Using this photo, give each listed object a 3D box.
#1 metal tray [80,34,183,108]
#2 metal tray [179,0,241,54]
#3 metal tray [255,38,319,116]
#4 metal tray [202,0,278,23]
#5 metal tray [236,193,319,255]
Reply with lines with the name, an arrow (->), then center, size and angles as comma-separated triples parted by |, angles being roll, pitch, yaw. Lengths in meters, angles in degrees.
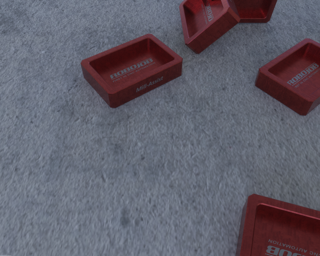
metal tray -> -0.042, -0.092, 0.476 | 0.131, 0.030, 0.090 | -29, 56, -23
metal tray -> 0.080, -0.199, 0.531 | 0.030, 0.090, 0.130 | 31, 39, -34
metal tray -> 0.222, -0.082, 0.471 | 0.131, 0.030, 0.090 | -33, 58, -25
metal tray -> 0.144, -0.237, 0.556 | 0.131, 0.089, 0.030 | -3, 51, -7
metal tray -> 0.142, 0.124, 0.297 | 0.131, 0.030, 0.090 | 14, 51, 11
